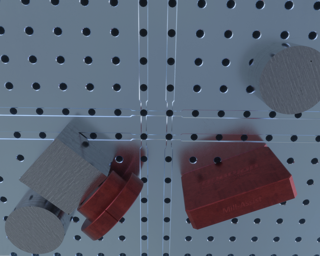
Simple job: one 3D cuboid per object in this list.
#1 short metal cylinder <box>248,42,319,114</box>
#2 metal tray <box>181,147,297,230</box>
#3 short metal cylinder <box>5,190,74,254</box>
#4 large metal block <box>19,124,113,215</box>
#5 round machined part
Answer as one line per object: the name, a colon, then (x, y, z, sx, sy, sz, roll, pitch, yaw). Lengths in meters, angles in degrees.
short metal cylinder: (0.154, -0.062, 0.378, 0.081, 0.050, 0.079, 0, 110, 0)
metal tray: (0.096, 0.075, 0.407, 0.130, 0.090, 0.030, -20, 109, 7)
short metal cylinder: (-0.171, 0.132, 0.447, 0.081, 0.050, 0.079, 0, 110, 0)
large metal block: (-0.124, 0.056, 0.419, 0.080, 0.050, 0.080, 41, 105, -14)
round machined part: (-0.070, 0.094, 0.409, 0.042, 0.098, 0.098, 43, 105, -6)
